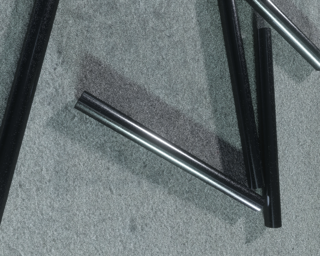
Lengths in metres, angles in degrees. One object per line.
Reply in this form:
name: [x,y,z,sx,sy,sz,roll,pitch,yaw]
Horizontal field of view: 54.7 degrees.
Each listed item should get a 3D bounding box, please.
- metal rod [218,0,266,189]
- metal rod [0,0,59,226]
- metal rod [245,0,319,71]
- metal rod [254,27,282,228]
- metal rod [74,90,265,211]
metal rod: [0.119,-0.059,0.454,0.025,0.025,0.298,-12,94,-20]
metal rod: [-0.158,-0.030,0.350,0.025,0.025,0.298,14,85,-20]
metal rod: [0.152,-0.189,0.466,0.301,0.025,0.025,36,78,-17]
metal rod: [0.164,0.001,0.471,0.025,0.025,0.298,-4,92,-20]
metal rod: [0.025,0.039,0.419,0.301,0.025,0.025,31,80,-18]
